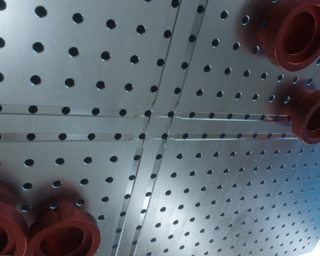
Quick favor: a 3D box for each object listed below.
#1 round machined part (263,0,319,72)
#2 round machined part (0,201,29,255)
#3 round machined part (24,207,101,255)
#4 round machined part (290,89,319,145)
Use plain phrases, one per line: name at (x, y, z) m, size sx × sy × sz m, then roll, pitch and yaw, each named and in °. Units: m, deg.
round machined part at (0.179, -0.129, 0.417) m, size 0.099 × 0.042 × 0.097 m, roll -14°, pitch 124°, yaw -21°
round machined part at (-0.203, 0.121, 0.355) m, size 0.099 × 0.042 × 0.097 m, roll -6°, pitch 116°, yaw -13°
round machined part at (-0.133, 0.146, 0.417) m, size 0.099 × 0.042 × 0.097 m, roll -14°, pitch 124°, yaw -21°
round machined part at (0.262, -0.024, 0.528) m, size 0.099 × 0.042 × 0.097 m, roll -14°, pitch 124°, yaw -21°
